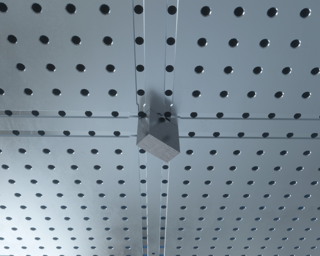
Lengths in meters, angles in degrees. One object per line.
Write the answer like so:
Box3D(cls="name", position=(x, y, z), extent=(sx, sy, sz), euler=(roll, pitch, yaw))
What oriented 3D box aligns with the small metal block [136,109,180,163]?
Box3D(cls="small metal block", position=(-0.002, 0.010, 0.404), extent=(0.050, 0.050, 0.025), euler=(33, 123, -25))
